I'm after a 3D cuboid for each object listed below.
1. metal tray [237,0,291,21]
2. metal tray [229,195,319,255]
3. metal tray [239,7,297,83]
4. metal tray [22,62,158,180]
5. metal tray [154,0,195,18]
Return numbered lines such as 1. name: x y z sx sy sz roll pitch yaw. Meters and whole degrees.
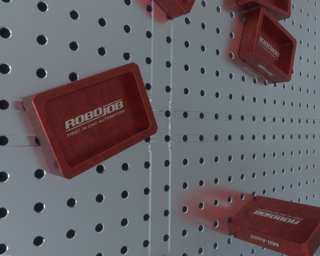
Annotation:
1. metal tray: 0.192 -0.255 0.563 0.131 0.030 0.090 1 90 -40
2. metal tray: 0.191 0.155 0.500 0.091 0.130 0.030 -29 108 -36
3. metal tray: 0.203 -0.148 0.573 0.131 0.030 0.090 21 77 -38
4. metal tray: -0.070 -0.013 0.346 0.131 0.030 0.090 -28 108 -36
5. metal tray: 0.024 -0.230 0.423 0.090 0.030 0.130 36 68 -34
